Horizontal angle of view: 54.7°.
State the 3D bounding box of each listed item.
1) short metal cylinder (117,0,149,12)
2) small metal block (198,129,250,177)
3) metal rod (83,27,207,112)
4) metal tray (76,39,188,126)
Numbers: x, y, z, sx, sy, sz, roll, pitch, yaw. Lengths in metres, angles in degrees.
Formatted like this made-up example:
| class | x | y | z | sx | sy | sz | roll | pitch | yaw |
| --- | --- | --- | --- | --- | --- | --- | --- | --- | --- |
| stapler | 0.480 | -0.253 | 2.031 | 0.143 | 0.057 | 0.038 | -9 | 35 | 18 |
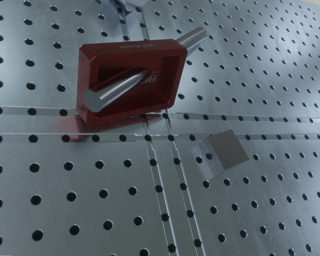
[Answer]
| class | x | y | z | sx | sy | sz | roll | pitch | yaw |
| --- | --- | --- | --- | --- | --- | --- | --- | --- | --- |
| short metal cylinder | -0.043 | -0.235 | 0.493 | 0.050 | 0.080 | 0.080 | 46 | 51 | 4 |
| small metal block | 0.089 | 0.034 | 0.435 | 0.050 | 0.025 | 0.050 | -15 | 70 | -34 |
| metal rod | 0.001 | -0.097 | 0.435 | 0.025 | 0.025 | 0.302 | 44 | 41 | 2 |
| metal tray | -0.033 | -0.058 | 0.381 | 0.131 | 0.089 | 0.030 | -15 | 44 | -34 |
